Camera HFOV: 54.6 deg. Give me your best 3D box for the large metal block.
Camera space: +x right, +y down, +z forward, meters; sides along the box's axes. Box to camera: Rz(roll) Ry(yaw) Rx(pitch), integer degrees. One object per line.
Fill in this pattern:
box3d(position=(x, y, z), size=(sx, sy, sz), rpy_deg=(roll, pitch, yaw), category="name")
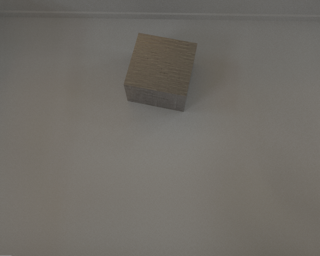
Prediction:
box3d(position=(0.002, -0.075, 0.424), size=(0.080, 0.050, 0.080), rpy_deg=(11, 70, 4), category="large metal block")
